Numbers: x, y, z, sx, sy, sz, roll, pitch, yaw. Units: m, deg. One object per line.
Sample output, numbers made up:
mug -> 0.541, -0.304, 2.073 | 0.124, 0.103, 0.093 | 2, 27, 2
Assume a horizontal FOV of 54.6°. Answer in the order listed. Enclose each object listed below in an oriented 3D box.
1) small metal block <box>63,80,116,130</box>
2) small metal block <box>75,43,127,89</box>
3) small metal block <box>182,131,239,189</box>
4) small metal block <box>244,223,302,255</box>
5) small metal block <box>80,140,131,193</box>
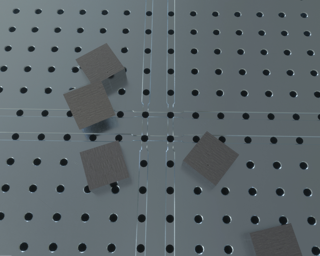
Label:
small metal block -> -0.093, -0.032, 0.410 | 0.050, 0.025, 0.050 | -23, 106, -8
small metal block -> -0.083, -0.085, 0.442 | 0.050, 0.025, 0.050 | -32, 73, -11
small metal block -> 0.064, 0.041, 0.397 | 0.050, 0.025, 0.050 | 37, 74, 12
small metal block -> 0.133, 0.142, 0.361 | 0.050, 0.025, 0.050 | -12, 70, -4
small metal block -> -0.069, 0.049, 0.393 | 0.050, 0.025, 0.050 | -18, 71, -6
